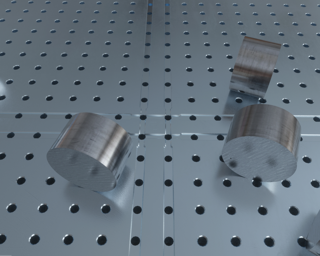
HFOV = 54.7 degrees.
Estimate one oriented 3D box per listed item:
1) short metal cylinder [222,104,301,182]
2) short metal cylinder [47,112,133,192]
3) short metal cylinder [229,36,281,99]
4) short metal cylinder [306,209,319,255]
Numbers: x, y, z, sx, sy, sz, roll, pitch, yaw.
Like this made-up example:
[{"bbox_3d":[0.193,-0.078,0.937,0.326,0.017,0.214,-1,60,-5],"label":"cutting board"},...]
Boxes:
[{"bbox_3d":[0.117,0.018,0.358,0.080,0.080,0.050,17,52,13],"label":"short metal cylinder"},{"bbox_3d":[-0.077,0.028,0.347,0.080,0.080,0.050,14,51,11],"label":"short metal cylinder"},{"bbox_3d":[0.136,-0.087,0.447,0.050,0.080,0.080,18,52,14],"label":"short metal cylinder"},{"bbox_3d":[0.183,0.095,0.295,0.050,0.080,0.080,28,55,21],"label":"short metal cylinder"}]
